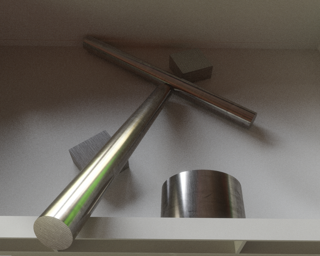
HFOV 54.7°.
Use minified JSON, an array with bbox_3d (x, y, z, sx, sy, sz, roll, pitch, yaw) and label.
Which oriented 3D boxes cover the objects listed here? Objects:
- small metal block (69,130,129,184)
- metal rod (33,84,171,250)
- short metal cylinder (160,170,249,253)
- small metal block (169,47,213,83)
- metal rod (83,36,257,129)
[{"bbox_3d":[-0.073,0.037,0.373,0.050,0.025,0.050,-31,57,-24],"label":"small metal block"},{"bbox_3d":[-0.029,0.005,0.316,0.025,0.025,0.301,12,24,9],"label":"metal rod"},{"bbox_3d":[0.041,0.083,0.300,0.081,0.080,0.050,2,50,1],"label":"short metal cylinder"},{"bbox_3d":[0.048,-0.097,0.487,0.050,0.025,0.050,-17,52,-15],"label":"small metal block"},{"bbox_3d":[0.001,-0.076,0.469,0.300,0.025,0.025,29,56,21],"label":"metal rod"}]
